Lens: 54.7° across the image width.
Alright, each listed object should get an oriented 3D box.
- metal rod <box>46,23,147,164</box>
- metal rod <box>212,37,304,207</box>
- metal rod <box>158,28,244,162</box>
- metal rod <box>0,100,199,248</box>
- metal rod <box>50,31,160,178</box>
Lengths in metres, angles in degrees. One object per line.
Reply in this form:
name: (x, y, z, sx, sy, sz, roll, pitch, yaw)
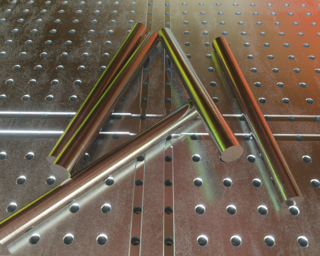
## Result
metal rod: (-0.080, -0.069, 0.463, 0.025, 0.025, 0.300, 14, 51, 11)
metal rod: (0.124, -0.032, 0.436, 0.025, 0.025, 0.300, -6, 50, -6)
metal rod: (0.043, -0.069, 0.438, 0.025, 0.025, 0.300, -10, 42, -9)
metal rod: (-0.049, 0.036, 0.376, 0.302, 0.025, 0.025, -33, 58, -25)
metal rod: (-0.061, -0.055, 0.441, 0.025, 0.025, 0.301, 15, 48, 12)
